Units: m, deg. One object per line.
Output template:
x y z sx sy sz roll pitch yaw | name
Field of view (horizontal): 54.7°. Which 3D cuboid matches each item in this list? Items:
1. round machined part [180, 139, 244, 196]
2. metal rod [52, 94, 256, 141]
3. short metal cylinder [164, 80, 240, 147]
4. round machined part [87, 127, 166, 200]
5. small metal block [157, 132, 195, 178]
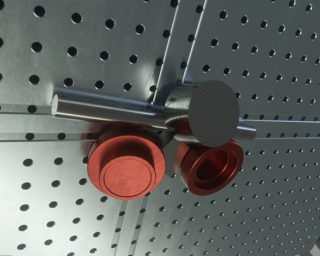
0.073 0.050 0.464 0.099 0.042 0.097 -17 128 -22 | round machined part
0.015 -0.008 0.410 0.302 0.025 0.025 7 115 -32 | metal rod
0.053 -0.018 0.389 0.081 0.050 0.079 -2 94 -32 | short metal cylinder
-0.041 0.051 0.388 0.099 0.042 0.097 -4 118 -6 | round machined part
0.013 0.034 0.435 0.050 0.025 0.050 -45 129 3 | small metal block
